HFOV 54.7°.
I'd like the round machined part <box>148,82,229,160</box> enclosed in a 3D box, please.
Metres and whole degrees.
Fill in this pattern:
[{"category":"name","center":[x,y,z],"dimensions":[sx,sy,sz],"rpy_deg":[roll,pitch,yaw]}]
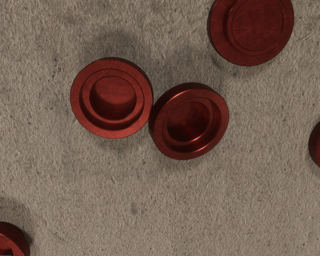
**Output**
[{"category":"round machined part","center":[0.032,-0.012,0.386],"dimensions":[0.099,0.042,0.097],"rpy_deg":[-10,121,-16]}]

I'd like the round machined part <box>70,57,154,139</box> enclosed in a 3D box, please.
[{"category":"round machined part","center":[-0.057,-0.039,0.385],"dimensions":[0.099,0.042,0.097],"rpy_deg":[0,110,-1]}]

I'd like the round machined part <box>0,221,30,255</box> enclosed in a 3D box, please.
[{"category":"round machined part","center":[-0.244,0.181,0.464],"dimensions":[0.099,0.042,0.097],"rpy_deg":[0,110,-1]}]

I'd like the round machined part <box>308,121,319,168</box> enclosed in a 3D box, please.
[{"category":"round machined part","center":[0.257,0.025,0.414],"dimensions":[0.099,0.042,0.097],"rpy_deg":[0,110,-1]}]

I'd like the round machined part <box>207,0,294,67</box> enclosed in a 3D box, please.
[{"category":"round machined part","center":[0.106,-0.120,0.358],"dimensions":[0.099,0.042,0.097],"rpy_deg":[0,110,-1]}]
